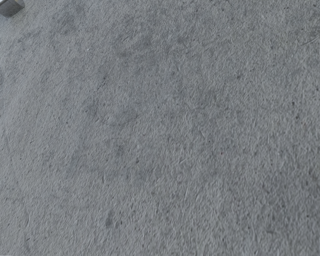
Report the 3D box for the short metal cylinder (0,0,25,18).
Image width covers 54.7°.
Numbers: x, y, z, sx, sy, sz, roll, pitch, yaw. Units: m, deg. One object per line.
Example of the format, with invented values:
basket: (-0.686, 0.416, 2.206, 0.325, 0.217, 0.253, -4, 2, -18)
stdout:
short metal cylinder: (-0.386, -0.324, 0.771, 0.050, 0.080, 0.080, -32, 52, 7)
